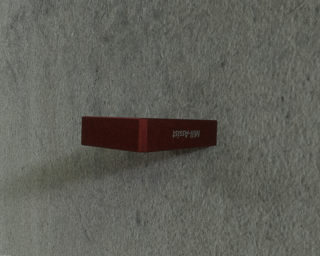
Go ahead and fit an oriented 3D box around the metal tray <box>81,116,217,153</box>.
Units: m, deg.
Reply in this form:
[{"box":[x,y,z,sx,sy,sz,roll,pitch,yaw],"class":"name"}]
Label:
[{"box":[-0.007,0.004,0.341,0.090,0.131,0.030,3,92,39],"class":"metal tray"}]
